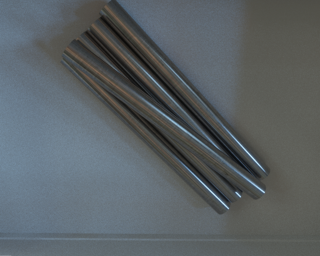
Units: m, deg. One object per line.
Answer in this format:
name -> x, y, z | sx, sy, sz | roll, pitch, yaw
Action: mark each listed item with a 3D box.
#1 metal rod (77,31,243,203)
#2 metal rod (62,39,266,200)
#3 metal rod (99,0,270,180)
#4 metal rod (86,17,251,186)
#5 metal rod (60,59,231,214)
metal rod -> 0.006, -0.005, 0.408 | 0.025, 0.025, 0.300 | -41, 105, 14
metal rod -> 0.015, -0.002, 0.382 | 0.301, 0.025, 0.025 | 37, 106, -13
metal rod -> 0.041, -0.038, 0.396 | 0.025, 0.025, 0.300 | -41, 105, 14
metal rod -> 0.025, -0.020, 0.403 | 0.025, 0.025, 0.300 | -41, 105, 14
metal rod -> -0.009, 0.014, 0.415 | 0.025, 0.025, 0.300 | -41, 105, 14
